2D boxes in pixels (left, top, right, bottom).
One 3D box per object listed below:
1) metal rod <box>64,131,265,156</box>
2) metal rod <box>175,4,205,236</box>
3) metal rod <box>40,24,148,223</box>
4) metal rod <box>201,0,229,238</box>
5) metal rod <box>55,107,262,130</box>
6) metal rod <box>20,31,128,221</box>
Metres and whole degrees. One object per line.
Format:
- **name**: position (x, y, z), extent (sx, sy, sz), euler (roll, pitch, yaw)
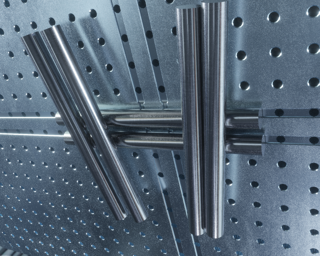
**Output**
- **metal rod**: position (-0.013, 0.017, 0.430), extent (0.300, 0.025, 0.025), euler (1, 119, 27)
- **metal rod**: position (0.040, 0.014, 0.368), extent (0.025, 0.025, 0.298), euler (9, 122, 24)
- **metal rod**: position (-0.082, 0.009, 0.429), extent (0.025, 0.025, 0.299), euler (-8, 115, 32)
- **metal rod**: position (0.063, 0.013, 0.355), extent (0.025, 0.025, 0.298), euler (9, 122, 24)
- **metal rod**: position (-0.021, -0.013, 0.415), extent (0.300, 0.025, 0.025), euler (1, 119, 27)
- **metal rod**: position (-0.115, 0.011, 0.448), extent (0.025, 0.025, 0.299), euler (-8, 114, 32)
